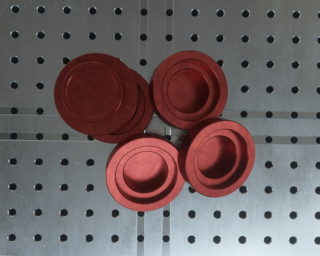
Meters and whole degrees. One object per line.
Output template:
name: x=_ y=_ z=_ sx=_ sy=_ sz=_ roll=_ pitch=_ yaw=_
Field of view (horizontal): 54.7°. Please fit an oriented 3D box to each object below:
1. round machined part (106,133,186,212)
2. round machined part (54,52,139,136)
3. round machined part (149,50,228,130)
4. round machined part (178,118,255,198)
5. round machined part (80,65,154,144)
round machined part: x=-0.020 y=0.053 z=0.396 sx=0.099 sy=0.042 sz=0.097 roll=-3 pitch=105 yaw=-10
round machined part: x=-0.075 y=-0.040 z=0.361 sx=0.099 sy=0.042 sz=0.097 roll=0 pitch=90 yaw=-1
round machined part: x=0.033 y=-0.046 z=0.396 sx=0.099 sy=0.042 sz=0.097 roll=0 pitch=91 yaw=-17
round machined part: x=0.068 y=0.035 z=0.394 sx=0.099 sy=0.042 sz=0.097 roll=-4 pitch=102 yaw=-21
round machined part: x=-0.057 y=-0.030 z=0.403 sx=0.099 sy=0.042 sz=0.097 roll=0 pitch=90 yaw=-1
